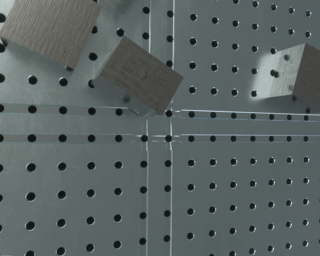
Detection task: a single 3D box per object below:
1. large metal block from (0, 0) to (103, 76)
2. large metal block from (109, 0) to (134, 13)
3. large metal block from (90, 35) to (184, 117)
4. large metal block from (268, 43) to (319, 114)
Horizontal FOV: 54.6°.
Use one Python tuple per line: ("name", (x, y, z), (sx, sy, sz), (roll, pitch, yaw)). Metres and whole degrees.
("large metal block", (-0.122, -0.116, 0.354), (0.080, 0.050, 0.080), (24, 82, -19))
("large metal block", (-0.047, -0.207, 0.381), (0.080, 0.050, 0.080), (39, 78, -16))
("large metal block", (-0.031, -0.056, 0.372), (0.080, 0.080, 0.050), (32, 80, -17))
("large metal block", (0.227, -0.074, 0.482), (0.080, 0.050, 0.080), (19, 84, -19))
